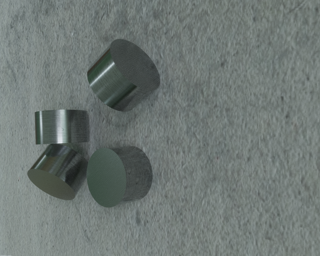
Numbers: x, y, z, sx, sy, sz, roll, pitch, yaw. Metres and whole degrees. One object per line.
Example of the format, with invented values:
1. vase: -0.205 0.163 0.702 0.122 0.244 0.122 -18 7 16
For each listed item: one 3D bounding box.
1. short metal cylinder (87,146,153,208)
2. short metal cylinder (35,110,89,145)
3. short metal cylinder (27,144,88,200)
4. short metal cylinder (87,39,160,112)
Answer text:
1. short metal cylinder: -0.057 0.066 0.434 0.080 0.050 0.079 0 90 39
2. short metal cylinder: -0.156 0.000 0.495 0.080 0.081 0.050 -5 87 39
3. short metal cylinder: -0.158 0.070 0.488 0.080 0.080 0.050 -15 36 39
4. short metal cylinder: -0.047 -0.068 0.405 0.050 0.081 0.080 -36 68 34
